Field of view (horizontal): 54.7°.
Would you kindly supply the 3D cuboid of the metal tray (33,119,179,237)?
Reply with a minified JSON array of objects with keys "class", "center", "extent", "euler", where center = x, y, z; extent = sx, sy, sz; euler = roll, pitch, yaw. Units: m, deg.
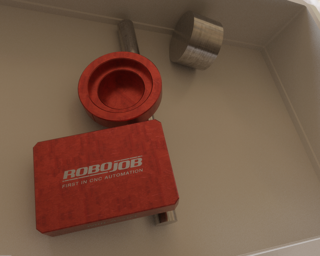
[{"class":"metal tray","center":[-0.054,0.048,0.310],"extent":[0.131,0.030,0.090],"euler":[-11,65,-5]}]

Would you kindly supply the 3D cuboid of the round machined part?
[{"class":"round machined part","center":[-0.046,-0.042,0.380],"extent":[0.099,0.042,0.098],"euler":[0,64,1]}]

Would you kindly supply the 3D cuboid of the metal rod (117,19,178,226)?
[{"class":"metal rod","center":[-0.023,-0.025,0.410],"extent":[0.025,0.025,0.299],"euler":[2,61,-28]}]

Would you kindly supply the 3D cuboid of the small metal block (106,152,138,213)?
[{"class":"small metal block","center":[-0.039,0.060,0.330],"extent":[0.025,0.050,0.050],"euler":[-8,63,-1]}]

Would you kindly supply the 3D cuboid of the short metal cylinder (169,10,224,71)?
[{"class":"short metal cylinder","center":[0.055,-0.135,0.485],"extent":[0.050,0.080,0.080],"euler":[13,56,-22]}]
